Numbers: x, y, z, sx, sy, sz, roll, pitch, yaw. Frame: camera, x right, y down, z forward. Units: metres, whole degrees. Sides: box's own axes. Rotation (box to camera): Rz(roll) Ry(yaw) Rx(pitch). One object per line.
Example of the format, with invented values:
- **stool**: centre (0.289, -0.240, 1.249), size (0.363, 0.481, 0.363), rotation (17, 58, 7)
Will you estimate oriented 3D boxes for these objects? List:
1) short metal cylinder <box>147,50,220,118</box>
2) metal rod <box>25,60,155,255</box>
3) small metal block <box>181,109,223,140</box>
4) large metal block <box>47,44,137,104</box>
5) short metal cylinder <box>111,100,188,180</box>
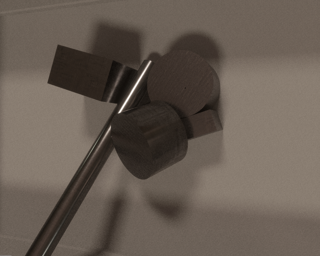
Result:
- **short metal cylinder**: centre (0.031, -0.052, 0.386), size (0.080, 0.050, 0.079), rotation (0, 90, 19)
- **metal rod**: centre (-0.082, 0.043, 0.379), size (0.025, 0.025, 0.300), rotation (24, 75, 18)
- **small metal block**: centre (0.046, -0.002, 0.380), size (0.050, 0.050, 0.025), rotation (-19, 84, 18)
- **large metal block**: centre (-0.084, -0.067, 0.410), size (0.080, 0.080, 0.050), rotation (19, 97, 19)
- **short metal cylinder**: centre (-0.014, 0.013, 0.360), size (0.080, 0.050, 0.079), rotation (32, 134, 41)
